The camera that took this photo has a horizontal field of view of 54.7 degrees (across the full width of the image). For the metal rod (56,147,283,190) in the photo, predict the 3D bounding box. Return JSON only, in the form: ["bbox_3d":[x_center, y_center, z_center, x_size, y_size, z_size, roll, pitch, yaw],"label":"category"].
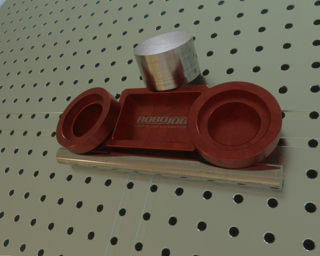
[{"bbox_3d":[-0.011,0.045,0.381,0.300,0.025,0.025,2,63,29],"label":"metal rod"}]

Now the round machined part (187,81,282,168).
[{"bbox_3d":[0.082,-0.001,0.343,0.098,0.042,0.098,-9,58,14],"label":"round machined part"}]

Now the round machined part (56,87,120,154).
[{"bbox_3d":[-0.096,-0.006,0.441,0.098,0.042,0.098,-20,49,25],"label":"round machined part"}]

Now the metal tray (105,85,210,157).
[{"bbox_3d":[0.000,-0.009,0.405,0.130,0.030,0.090,1,63,28],"label":"metal tray"}]

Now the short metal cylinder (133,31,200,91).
[{"bbox_3d":[0.010,-0.092,0.420,0.080,0.050,0.080,-13,31,8],"label":"short metal cylinder"}]
